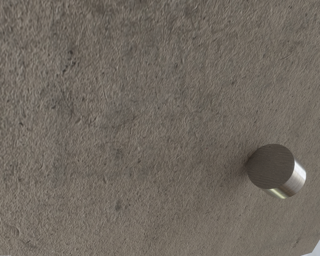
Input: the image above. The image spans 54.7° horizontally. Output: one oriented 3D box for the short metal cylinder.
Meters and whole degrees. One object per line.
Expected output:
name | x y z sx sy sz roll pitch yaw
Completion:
short metal cylinder | 0.196 0.073 0.524 0.080 0.080 0.050 -49 129 7
